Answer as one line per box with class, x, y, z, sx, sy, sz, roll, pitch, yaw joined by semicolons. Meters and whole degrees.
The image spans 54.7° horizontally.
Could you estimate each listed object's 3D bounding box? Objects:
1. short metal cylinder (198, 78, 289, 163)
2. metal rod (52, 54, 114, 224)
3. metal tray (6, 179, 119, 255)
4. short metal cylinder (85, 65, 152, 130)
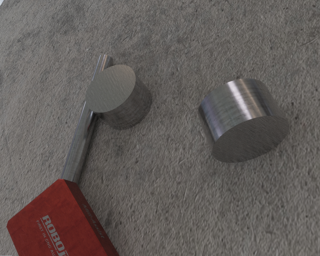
short metal cylinder;0.086;-0.006;0.327;0.080;0.080;0.050;-25;53;13
metal rod;-0.114;0.016;0.454;0.025;0.025;0.300;-4;60;26
metal tray;-0.112;0.136;0.358;0.090;0.030;0.130;-40;64;1
short metal cylinder;-0.058;-0.044;0.445;0.080;0.050;0.080;-13;56;21
